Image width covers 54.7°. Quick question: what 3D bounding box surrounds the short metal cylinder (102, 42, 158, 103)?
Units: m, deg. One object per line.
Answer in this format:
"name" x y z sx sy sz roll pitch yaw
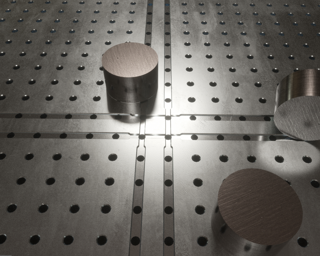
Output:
"short metal cylinder" -0.043 -0.083 0.461 0.081 0.050 0.080 0 50 0

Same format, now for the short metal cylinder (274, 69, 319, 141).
"short metal cylinder" 0.191 -0.029 0.398 0.080 0.080 0.050 13 51 10

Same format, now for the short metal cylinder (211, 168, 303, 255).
"short metal cylinder" 0.096 0.089 0.318 0.081 0.050 0.080 0 50 0
